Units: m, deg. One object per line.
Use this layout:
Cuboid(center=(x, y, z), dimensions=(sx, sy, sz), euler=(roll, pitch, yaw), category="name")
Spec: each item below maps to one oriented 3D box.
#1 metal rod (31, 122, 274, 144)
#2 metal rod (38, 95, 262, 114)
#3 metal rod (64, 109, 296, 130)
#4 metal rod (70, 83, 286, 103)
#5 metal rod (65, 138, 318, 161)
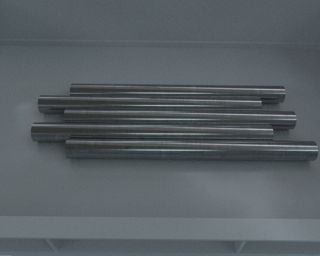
Cuboid(center=(-0.009, 0.007, 0.397), dimensions=(0.302, 0.025, 0.025), euler=(1, 50, 0), category="metal rod")
Cuboid(center=(-0.013, -0.031, 0.429), dimensions=(0.302, 0.025, 0.025), euler=(1, 50, 0), category="metal rod")
Cuboid(center=(0.026, -0.012, 0.414), dimensions=(0.302, 0.025, 0.025), euler=(1, 50, 0), category="metal rod")
Cuboid(center=(0.025, -0.050, 0.445), dimensions=(0.302, 0.025, 0.025), euler=(1, 50, 0), category="metal rod")
Cuboid(center=(0.038, 0.027, 0.381), dimensions=(0.302, 0.025, 0.025), euler=(1, 50, 0), category="metal rod")
